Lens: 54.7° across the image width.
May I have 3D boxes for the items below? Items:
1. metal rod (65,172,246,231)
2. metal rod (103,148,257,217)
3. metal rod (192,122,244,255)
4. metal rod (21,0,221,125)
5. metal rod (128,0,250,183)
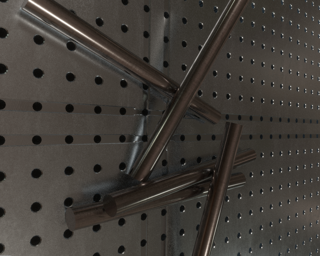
[{"bbox_3d":[0.020,0.092,0.428,0.302,0.025,0.025,-3,92,-40],"label":"metal rod"},{"bbox_3d":[0.052,0.066,0.440,0.302,0.025,0.025,-10,97,-44],"label":"metal rod"},{"bbox_3d":[0.069,0.139,0.439,0.025,0.025,0.298,14,91,-40],"label":"metal rod"},{"bbox_3d":[-0.022,-0.071,0.392,0.301,0.025,0.025,27,73,-37],"label":"metal rod"},{"bbox_3d":[0.045,-0.064,0.409,0.025,0.025,0.299,36,80,-35],"label":"metal rod"}]
